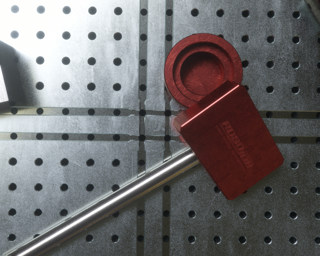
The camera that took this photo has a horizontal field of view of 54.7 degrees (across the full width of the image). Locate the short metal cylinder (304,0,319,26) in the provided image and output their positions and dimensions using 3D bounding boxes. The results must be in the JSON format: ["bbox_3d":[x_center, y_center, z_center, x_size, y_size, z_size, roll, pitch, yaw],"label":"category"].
[{"bbox_3d":[0.231,-0.169,0.389,0.080,0.080,0.050,-32,90,0],"label":"short metal cylinder"}]

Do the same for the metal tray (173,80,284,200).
[{"bbox_3d":[0.088,0.018,0.388,0.090,0.030,0.130,-36,114,0],"label":"metal tray"}]

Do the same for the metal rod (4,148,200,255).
[{"bbox_3d":[-0.083,0.112,0.412,0.301,0.025,0.025,-30,90,-1],"label":"metal rod"}]

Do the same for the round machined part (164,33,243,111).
[{"bbox_3d":[0.054,-0.070,0.406,0.099,0.042,0.097,0,90,-1],"label":"round machined part"}]

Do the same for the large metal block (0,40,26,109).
[{"bbox_3d":[-0.231,-0.063,0.398,0.080,0.050,0.080,-13,90,-1],"label":"large metal block"}]
